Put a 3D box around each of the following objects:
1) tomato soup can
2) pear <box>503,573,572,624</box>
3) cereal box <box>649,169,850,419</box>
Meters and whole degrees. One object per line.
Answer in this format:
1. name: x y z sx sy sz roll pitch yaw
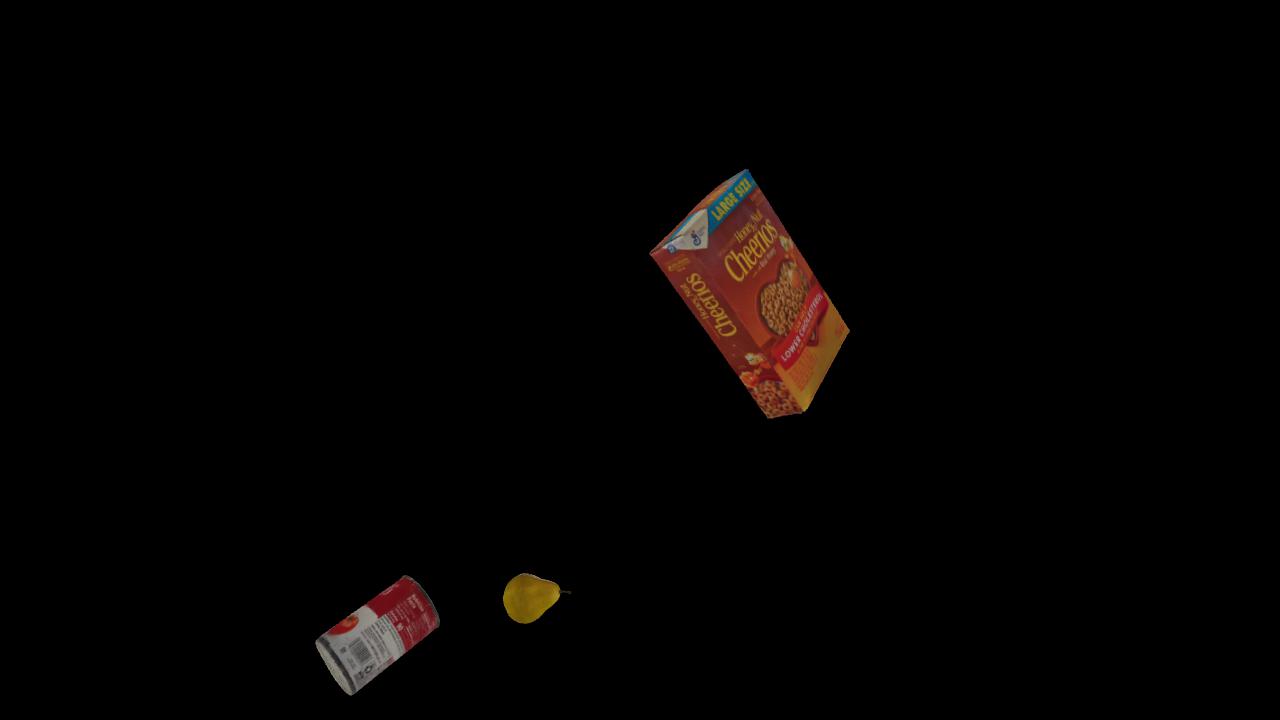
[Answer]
1. tomato soup can: -0.269 0.283 0.636 0.068 0.068 0.101 0 24 43
2. pear: -0.173 0.393 1.034 0.111 0.080 0.080 -25 -5 12
3. cereal box: 0.170 -0.095 0.890 0.081 0.306 0.203 -19 23 48
